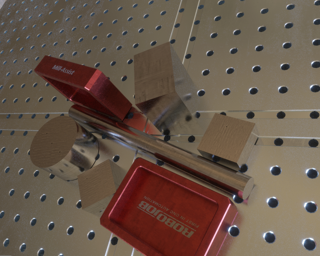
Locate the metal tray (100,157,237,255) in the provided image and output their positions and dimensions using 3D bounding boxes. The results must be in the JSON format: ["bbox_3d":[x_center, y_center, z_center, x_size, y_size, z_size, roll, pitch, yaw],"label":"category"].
[{"bbox_3d":[0.006,0.096,0.342,0.130,0.030,0.090,20,72,35],"label":"metal tray"}]

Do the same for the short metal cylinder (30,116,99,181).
[{"bbox_3d":[-0.137,0.029,0.445,0.080,0.050,0.080,-13,56,21],"label":"short metal cylinder"}]

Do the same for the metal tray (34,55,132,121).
[{"bbox_3d":[-0.114,-0.060,0.462,0.130,0.090,0.030,20,73,35],"label":"metal tray"}]

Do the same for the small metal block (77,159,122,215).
[{"bbox_3d":[-0.076,0.076,0.402,0.050,0.025,0.050,-28,52,10],"label":"small metal block"}]

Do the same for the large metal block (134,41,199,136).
[{"bbox_3d":[0.008,-0.048,0.400,0.050,0.080,0.080,-17,55,19],"label":"large metal block"}]

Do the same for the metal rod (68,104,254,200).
[{"bbox_3d":[-0.022,0.018,0.408,0.300,0.025,0.025,21,73,36],"label":"metal rod"}]

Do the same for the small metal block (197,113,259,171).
[{"bbox_3d":[0.079,0.015,0.357,0.050,0.025,0.050,19,71,35],"label":"small metal block"}]
